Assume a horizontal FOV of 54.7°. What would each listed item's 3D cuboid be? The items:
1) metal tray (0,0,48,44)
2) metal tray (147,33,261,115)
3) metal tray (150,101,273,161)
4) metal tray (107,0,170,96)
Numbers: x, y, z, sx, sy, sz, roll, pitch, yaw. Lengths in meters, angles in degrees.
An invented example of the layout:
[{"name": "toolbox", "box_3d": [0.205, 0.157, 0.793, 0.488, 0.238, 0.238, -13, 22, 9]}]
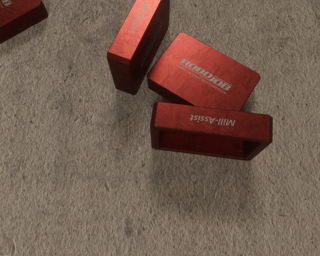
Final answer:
[{"name": "metal tray", "box_3d": [-0.247, -0.202, 0.476, 0.090, 0.030, 0.130, -36, 74, -13]}, {"name": "metal tray", "box_3d": [0.059, -0.065, 0.430, 0.130, 0.030, 0.090, 32, 73, 10]}, {"name": "metal tray", "box_3d": [0.056, 0.007, 0.371, 0.131, 0.090, 0.030, 7, 70, 2]}, {"name": "metal tray", "box_3d": [-0.024, -0.120, 0.417, 0.030, 0.090, 0.130, 21, 71, 7]}]
